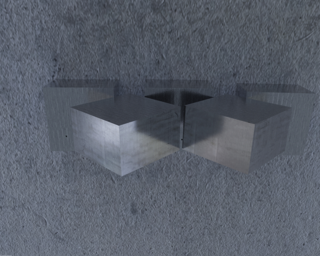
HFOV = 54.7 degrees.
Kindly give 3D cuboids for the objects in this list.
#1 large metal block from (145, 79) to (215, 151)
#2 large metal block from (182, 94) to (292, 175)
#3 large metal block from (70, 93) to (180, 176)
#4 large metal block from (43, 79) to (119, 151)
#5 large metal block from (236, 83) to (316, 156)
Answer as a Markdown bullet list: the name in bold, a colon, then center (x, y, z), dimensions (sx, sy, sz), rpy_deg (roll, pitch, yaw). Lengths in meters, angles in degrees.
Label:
- **large metal block**: center (0.022, -0.017, 0.392), dimensions (0.081, 0.050, 0.079), rpy_deg (1, 110, -1)
- **large metal block**: center (0.082, 0.001, 0.332), dimensions (0.080, 0.081, 0.050), rpy_deg (19, 116, 40)
- **large metal block**: center (-0.036, 0.001, 0.328), dimensions (0.081, 0.080, 0.050), rpy_deg (-20, 118, -42)
- **large metal block**: center (-0.094, -0.017, 0.390), dimensions (0.081, 0.050, 0.079), rpy_deg (0, 110, -1)
- **large metal block**: center (0.140, -0.012, 0.395), dimensions (0.081, 0.050, 0.079), rpy_deg (1, 110, -1)
